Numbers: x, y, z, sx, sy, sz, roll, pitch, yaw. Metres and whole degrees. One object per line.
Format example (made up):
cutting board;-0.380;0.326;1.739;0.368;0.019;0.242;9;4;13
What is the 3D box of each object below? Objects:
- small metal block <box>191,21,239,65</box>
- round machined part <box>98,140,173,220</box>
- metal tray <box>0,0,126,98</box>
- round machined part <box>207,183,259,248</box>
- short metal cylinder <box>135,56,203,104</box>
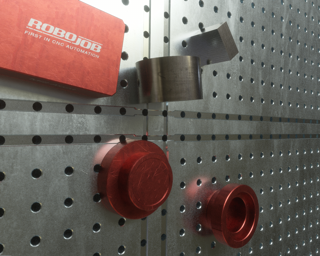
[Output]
small metal block;0.082;-0.125;0.464;0.025;0.050;0.050;-45;117;-31
round machined part;-0.023;0.063;0.381;0.099;0.042;0.097;0;90;-40
metal tray;-0.103;-0.089;0.321;0.131;0.030;0.090;12;83;-40
round machined part;0.113;0.137;0.496;0.099;0.042;0.097;0;90;-40
short metal cylinder;0.012;-0.058;0.385;0.081;0.080;0.050;-8;95;-40
